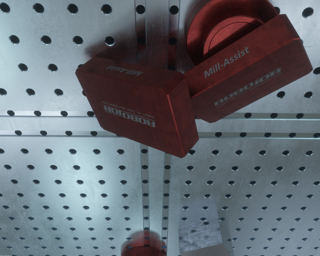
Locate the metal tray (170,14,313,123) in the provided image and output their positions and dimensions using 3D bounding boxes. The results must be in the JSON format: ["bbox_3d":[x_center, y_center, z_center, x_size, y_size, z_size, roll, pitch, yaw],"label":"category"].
[{"bbox_3d":[0.087,-0.054,0.332,0.130,0.030,0.090,-29,155,25],"label":"metal tray"}]

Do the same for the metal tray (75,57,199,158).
[{"bbox_3d":[-0.026,-0.025,0.340,0.130,0.030,0.090,18,141,35],"label":"metal tray"}]

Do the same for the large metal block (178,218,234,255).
[{"bbox_3d":[0.088,0.222,0.586,0.080,0.050,0.080,-20,128,16],"label":"large metal block"}]

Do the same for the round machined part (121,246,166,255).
[{"bbox_3d":[-0.035,0.293,0.649,0.099,0.042,0.097,0,130,0],"label":"round machined part"}]

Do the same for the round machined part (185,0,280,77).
[{"bbox_3d":[0.077,-0.091,0.323,0.099,0.042,0.097,0,130,0],"label":"round machined part"}]
